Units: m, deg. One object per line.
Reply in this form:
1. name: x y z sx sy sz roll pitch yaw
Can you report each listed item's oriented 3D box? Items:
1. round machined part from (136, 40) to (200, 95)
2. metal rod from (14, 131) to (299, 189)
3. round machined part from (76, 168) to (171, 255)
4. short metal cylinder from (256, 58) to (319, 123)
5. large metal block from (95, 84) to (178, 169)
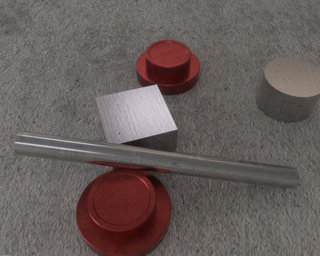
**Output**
1. round machined part: 0.012 -0.099 0.475 0.099 0.042 0.098 0 50 0
2. metal rod: 0.005 0.036 0.335 0.302 0.025 0.025 8 50 -8
3. round machined part: -0.038 0.082 0.323 0.099 0.042 0.098 0 50 0
4. short metal cylinder: 0.181 -0.054 0.433 0.081 0.050 0.080 0 50 0
5. large metal block: -0.030 -0.002 0.389 0.081 0.050 0.080 -14 51 -11
